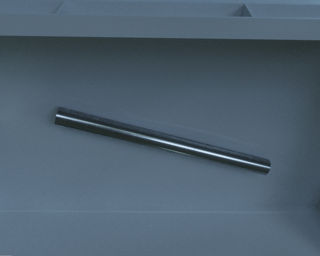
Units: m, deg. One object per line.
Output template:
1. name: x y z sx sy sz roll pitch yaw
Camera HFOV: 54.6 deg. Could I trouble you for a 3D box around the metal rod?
1. metal rod: 0.013 0.021 0.425 0.302 0.025 0.025 14 129 -12
